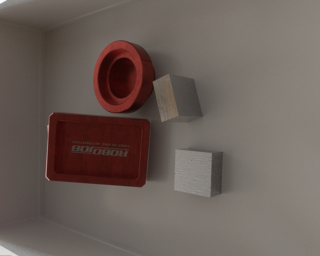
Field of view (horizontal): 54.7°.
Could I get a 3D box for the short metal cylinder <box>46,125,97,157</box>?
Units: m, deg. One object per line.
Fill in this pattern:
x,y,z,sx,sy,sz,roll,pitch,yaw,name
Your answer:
-0.131,0.019,0.476,0.080,0.081,0.050,-14,81,39,short metal cylinder

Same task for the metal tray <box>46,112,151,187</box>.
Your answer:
-0.081,0.028,0.418,0.131,0.030,0.089,4,94,-1,metal tray

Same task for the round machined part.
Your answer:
-0.045,-0.068,0.431,0.098,0.042,0.097,0,90,39,round machined part

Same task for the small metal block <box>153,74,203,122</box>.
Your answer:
0.022,-0.034,0.371,0.025,0.050,0.050,-20,77,38,small metal block

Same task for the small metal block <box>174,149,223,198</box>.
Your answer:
0.045,0.051,0.368,0.050,0.025,0.050,3,92,39,small metal block
